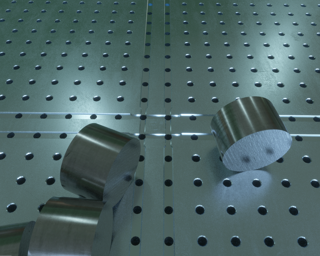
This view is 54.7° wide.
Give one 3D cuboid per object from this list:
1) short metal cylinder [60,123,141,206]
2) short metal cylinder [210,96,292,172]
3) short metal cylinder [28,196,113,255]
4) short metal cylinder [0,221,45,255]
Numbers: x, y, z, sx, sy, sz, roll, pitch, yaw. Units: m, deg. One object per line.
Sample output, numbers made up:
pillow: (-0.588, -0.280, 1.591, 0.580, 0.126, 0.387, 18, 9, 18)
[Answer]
short metal cylinder: (-0.062, 0.040, 0.337, 0.050, 0.080, 0.080, 20, 53, 15)
short metal cylinder: (0.106, 0.009, 0.366, 0.081, 0.080, 0.050, -8, 51, -7)
short metal cylinder: (-0.077, 0.105, 0.283, 0.050, 0.080, 0.080, 5, 50, 4)
short metal cylinder: (-0.134, 0.125, 0.265, 0.050, 0.080, 0.080, -7, 51, -6)
